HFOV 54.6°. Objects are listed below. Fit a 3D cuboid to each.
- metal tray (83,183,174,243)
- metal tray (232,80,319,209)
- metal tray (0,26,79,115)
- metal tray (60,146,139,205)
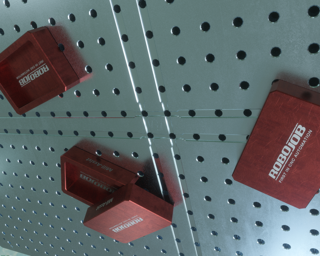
[{"bbox_3d":[-0.053,0.142,0.502,0.090,0.030,0.130,34,132,-24],"label":"metal tray"},{"bbox_3d":[0.145,0.022,0.345,0.090,0.030,0.129,23,127,14],"label":"metal tray"},{"bbox_3d":[-0.192,-0.080,0.460,0.130,0.030,0.090,-18,109,35],"label":"metal tray"},{"bbox_3d":[-0.104,0.095,0.522,0.130,0.030,0.089,22,127,15],"label":"metal tray"}]
